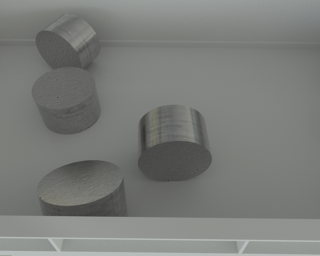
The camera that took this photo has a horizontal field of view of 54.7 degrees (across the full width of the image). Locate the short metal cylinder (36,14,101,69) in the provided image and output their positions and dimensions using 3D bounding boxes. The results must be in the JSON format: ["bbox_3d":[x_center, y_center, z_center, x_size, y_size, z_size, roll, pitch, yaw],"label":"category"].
[{"bbox_3d":[-0.139,-0.126,0.474,0.080,0.080,0.050,21,53,16],"label":"short metal cylinder"}]

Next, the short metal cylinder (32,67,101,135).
[{"bbox_3d":[-0.124,-0.038,0.419,0.080,0.050,0.080,0,50,0],"label":"short metal cylinder"}]

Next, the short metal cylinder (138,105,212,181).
[{"bbox_3d":[0.015,0.019,0.353,0.081,0.080,0.050,-2,50,-2],"label":"short metal cylinder"}]

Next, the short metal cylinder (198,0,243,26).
[{"bbox_3d":[0.116,-0.241,0.594,0.080,0.050,0.080,0,50,0],"label":"short metal cylinder"}]

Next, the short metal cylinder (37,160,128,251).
[{"bbox_3d":[-0.074,0.073,0.306,0.080,0.050,0.080,-3,22,1],"label":"short metal cylinder"}]
